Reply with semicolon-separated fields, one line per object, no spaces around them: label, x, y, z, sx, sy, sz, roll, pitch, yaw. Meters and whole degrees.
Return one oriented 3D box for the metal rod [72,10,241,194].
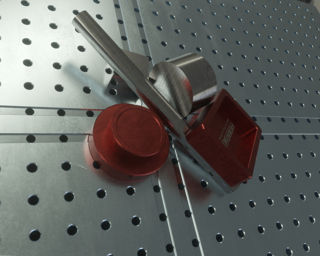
metal rod;-0.001;-0.030;0.405;0.300;0.025;0.025;48;51;-5

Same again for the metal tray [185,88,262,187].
metal tray;0.093;0.008;0.425;0.090;0.030;0.131;46;35;-6

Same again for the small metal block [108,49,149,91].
small metal block;-0.044;-0.080;0.435;0.050;0.025;0.050;13;56;-22

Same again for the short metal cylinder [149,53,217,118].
short metal cylinder;0.030;-0.058;0.426;0.050;0.080;0.080;-28;78;-38

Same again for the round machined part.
round machined part;-0.032;0.011;0.374;0.099;0.042;0.098;14;56;-21
